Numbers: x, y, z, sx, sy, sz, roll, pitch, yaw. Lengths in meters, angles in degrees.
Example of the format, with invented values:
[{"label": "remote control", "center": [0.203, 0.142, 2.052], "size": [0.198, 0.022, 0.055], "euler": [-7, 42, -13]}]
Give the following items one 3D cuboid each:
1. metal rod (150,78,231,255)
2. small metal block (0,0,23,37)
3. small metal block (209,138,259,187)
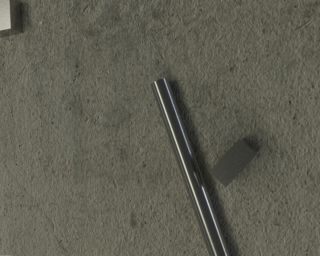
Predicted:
[{"label": "metal rod", "center": [0.048, 0.080, 0.391], "size": [0.025, 0.025, 0.299], "euler": [-21, 83, 18]}, {"label": "small metal block", "center": [-0.249, -0.176, 0.495], "size": [0.050, 0.025, 0.050], "euler": [-3, 89, 19]}, {"label": "small metal block", "center": [0.088, 0.039, 0.364], "size": [0.025, 0.050, 0.050], "euler": [43, 103, 14]}]
